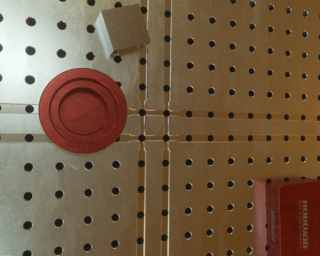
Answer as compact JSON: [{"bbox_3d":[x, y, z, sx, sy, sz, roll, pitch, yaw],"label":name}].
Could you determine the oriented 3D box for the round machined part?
[{"bbox_3d":[-0.092,-0.020,0.370,0.099,0.042,0.097,0,90,-21],"label":"round machined part"}]

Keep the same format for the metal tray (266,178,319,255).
[{"bbox_3d":[0.217,0.149,0.493,0.091,0.030,0.129,-2,91,-21],"label":"metal tray"}]

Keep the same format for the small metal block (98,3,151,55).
[{"bbox_3d":[-0.046,-0.126,0.396,0.050,0.025,0.050,-19,97,-19],"label":"small metal block"}]
